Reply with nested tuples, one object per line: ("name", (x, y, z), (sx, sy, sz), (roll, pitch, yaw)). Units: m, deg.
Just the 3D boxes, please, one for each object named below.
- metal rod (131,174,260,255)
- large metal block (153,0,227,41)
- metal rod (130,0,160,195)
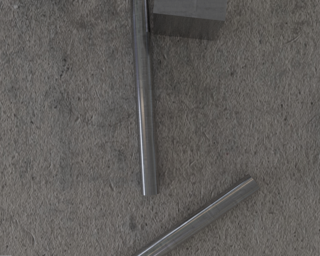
("metal rod", (0.001, 0.157, 0.410), (0.301, 0.025, 0.025), (-35, 90, 0))
("large metal block", (0.035, -0.148, 0.383), (0.080, 0.080, 0.050), (6, 90, 0))
("metal rod", (-0.021, -0.062, 0.409), (0.025, 0.025, 0.298), (-3, 90, 0))
